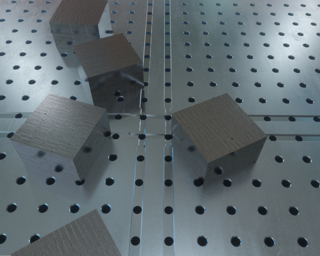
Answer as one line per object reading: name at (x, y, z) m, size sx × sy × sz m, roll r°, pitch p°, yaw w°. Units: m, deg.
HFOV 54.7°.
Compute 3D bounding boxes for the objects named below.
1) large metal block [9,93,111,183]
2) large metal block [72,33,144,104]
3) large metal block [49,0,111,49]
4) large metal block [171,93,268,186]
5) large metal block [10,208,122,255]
large metal block at (-0.117, 0.011, 0.381) m, size 0.080 × 0.050 × 0.080 m, roll 16°, pitch 52°, yaw 12°
large metal block at (-0.078, -0.092, 0.468) m, size 0.081 × 0.050 × 0.080 m, roll -20°, pitch 53°, yaw -16°
large metal block at (-0.136, -0.183, 0.543) m, size 0.080 × 0.050 × 0.080 m, roll 4°, pitch 50°, yaw 3°
large metal block at (0.068, 0.012, 0.382) m, size 0.081 × 0.050 × 0.080 m, roll -21°, pitch 53°, yaw -17°
large metal block at (-0.073, 0.134, 0.278) m, size 0.081 × 0.050 × 0.080 m, roll -25°, pitch 55°, yaw -20°
